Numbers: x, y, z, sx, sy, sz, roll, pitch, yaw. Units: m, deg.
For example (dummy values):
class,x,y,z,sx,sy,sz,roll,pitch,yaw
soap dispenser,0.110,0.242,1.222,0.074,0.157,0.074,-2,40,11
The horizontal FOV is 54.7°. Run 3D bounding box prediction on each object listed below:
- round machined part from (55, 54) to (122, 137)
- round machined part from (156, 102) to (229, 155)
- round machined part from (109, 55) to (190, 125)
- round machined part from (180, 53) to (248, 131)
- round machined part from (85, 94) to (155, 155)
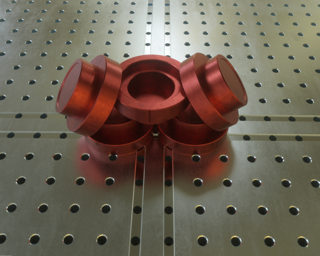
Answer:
class,x,y,z,sx,sy,sz,roll,pitch,yaw
round machined part,-0.089,-0.042,0.365,0.042,0.098,0.098,23,42,-32
round machined part,0.043,-0.016,0.410,0.099,0.042,0.098,0,50,0
round machined part,-0.010,-0.043,0.376,0.099,0.042,0.098,0,50,0
round machined part,0.070,-0.049,0.372,0.042,0.098,0.098,-29,42,30
round machined part,-0.055,-0.016,0.409,0.099,0.042,0.098,0,50,0
